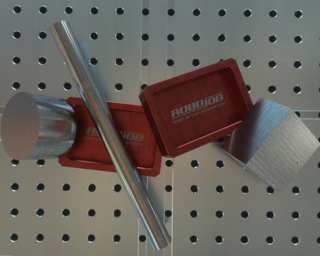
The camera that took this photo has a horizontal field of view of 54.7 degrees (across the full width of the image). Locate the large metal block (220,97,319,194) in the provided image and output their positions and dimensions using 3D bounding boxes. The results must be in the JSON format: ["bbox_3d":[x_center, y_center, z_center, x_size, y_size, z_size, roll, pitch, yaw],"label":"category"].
[{"bbox_3d":[0.137,0.022,0.384,0.080,0.050,0.080,38,90,-31],"label":"large metal block"}]

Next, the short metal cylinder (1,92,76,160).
[{"bbox_3d":[-0.150,-0.001,0.381,0.080,0.050,0.080,-3,85,34],"label":"short metal cylinder"}]

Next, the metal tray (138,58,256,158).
[{"bbox_3d":[0.050,-0.026,0.392,0.131,0.030,0.090,-21,90,-17],"label":"metal tray"}]

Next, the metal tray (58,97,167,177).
[{"bbox_3d":[-0.060,0.011,0.410,0.131,0.030,0.089,7,90,0],"label":"metal tray"}]

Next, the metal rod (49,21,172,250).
[{"bbox_3d":[-0.061,0.009,0.383,0.025,0.025,0.299,-25,90,0],"label":"metal rod"}]
